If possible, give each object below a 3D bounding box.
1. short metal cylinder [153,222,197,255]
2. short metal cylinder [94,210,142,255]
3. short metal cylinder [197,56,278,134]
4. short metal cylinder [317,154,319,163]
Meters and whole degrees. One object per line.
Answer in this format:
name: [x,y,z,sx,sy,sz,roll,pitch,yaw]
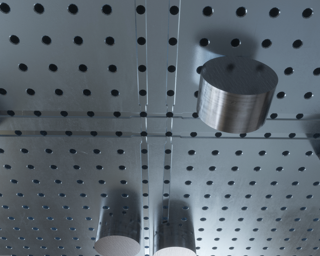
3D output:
short metal cylinder: [0.027,0.221,0.584,0.081,0.050,0.079,0,130,0]
short metal cylinder: [-0.074,0.193,0.558,0.081,0.050,0.079,0,130,0]
short metal cylinder: [0.083,-0.039,0.343,0.081,0.080,0.050,1,130,-1]
short metal cylinder: [0.263,0.065,0.433,0.050,0.080,0.080,-27,125,21]
